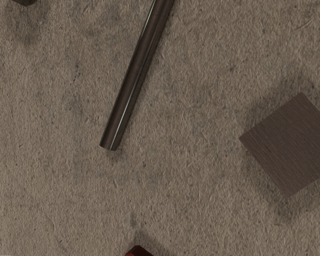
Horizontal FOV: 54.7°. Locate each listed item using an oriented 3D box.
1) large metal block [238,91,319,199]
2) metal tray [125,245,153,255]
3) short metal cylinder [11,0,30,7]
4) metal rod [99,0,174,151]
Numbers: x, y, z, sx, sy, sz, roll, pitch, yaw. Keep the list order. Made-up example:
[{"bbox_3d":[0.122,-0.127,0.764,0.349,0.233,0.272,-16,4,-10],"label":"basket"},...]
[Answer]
[{"bbox_3d":[0.147,0.018,0.344,0.080,0.050,0.080,-40,78,15],"label":"large metal block"},{"bbox_3d":[-0.031,0.238,0.416,0.090,0.030,0.129,32,100,17],"label":"metal tray"},{"bbox_3d":[-0.228,-0.223,0.458,0.080,0.080,0.050,32,100,17],"label":"short metal cylinder"},{"bbox_3d":[-0.018,-0.111,0.414,0.025,0.025,0.298,24,98,18],"label":"metal rod"}]
